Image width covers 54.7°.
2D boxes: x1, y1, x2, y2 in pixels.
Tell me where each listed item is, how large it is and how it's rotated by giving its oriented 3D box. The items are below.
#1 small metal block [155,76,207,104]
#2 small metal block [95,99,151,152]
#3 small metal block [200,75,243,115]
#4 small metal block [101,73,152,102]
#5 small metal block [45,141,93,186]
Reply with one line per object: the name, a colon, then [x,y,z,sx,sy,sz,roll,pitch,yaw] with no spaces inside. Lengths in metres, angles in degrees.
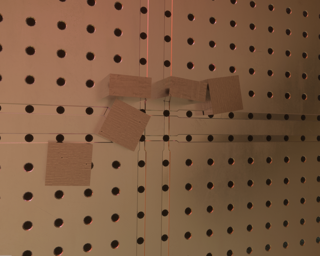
small metal block: [0.027,-0.049,0.410,0.050,0.050,0.025,7,88,-20]
small metal block: [-0.047,-0.004,0.396,0.050,0.025,0.050,28,81,-18]
small metal block: [0.088,-0.047,0.447,0.050,0.025,0.050,-10,94,-20]
small metal block: [-0.043,-0.049,0.384,0.050,0.050,0.025,2,89,-20]
small metal block: [-0.110,0.043,0.373,0.050,0.025,0.050,4,89,-20]
